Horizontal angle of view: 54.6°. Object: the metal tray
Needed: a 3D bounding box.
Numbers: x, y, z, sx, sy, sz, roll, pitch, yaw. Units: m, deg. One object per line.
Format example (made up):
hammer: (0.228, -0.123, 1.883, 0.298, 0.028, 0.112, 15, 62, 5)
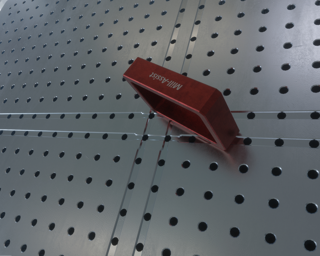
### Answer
metal tray: (0.024, -0.030, 0.372, 0.130, 0.090, 0.030, 30, 79, 38)
